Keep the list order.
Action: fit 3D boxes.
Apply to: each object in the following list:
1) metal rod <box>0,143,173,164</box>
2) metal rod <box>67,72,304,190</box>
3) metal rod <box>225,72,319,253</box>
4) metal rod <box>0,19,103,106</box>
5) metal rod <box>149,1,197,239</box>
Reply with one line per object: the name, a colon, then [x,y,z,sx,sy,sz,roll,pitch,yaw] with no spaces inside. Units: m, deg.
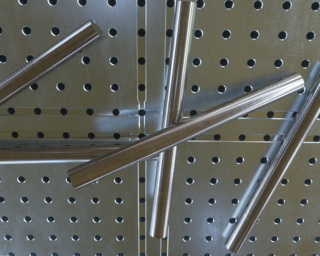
metal rod: [-0.134,0.036,0.424,0.302,0.025,0.025,-1,110,0]
metal rod: [0.039,-0.001,0.371,0.302,0.025,0.025,-23,109,-9]
metal rod: [0.166,0.055,0.436,0.025,0.025,0.298,19,109,-8]
metal rod: [-0.203,-0.043,0.394,0.300,0.025,0.025,-30,108,10]
metal rod: [0.014,-0.001,0.392,0.025,0.025,0.298,6,102,-3]
